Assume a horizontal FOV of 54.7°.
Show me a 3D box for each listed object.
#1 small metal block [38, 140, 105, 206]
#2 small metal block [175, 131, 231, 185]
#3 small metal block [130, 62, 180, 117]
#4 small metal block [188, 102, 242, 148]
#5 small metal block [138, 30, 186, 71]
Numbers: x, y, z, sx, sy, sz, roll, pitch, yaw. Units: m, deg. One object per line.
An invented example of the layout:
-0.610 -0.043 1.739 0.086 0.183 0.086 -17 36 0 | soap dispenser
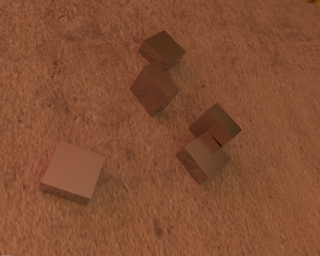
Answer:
-0.092 0.047 0.326 0.050 0.025 0.050 23 53 -15 | small metal block
0.058 0.039 0.413 0.050 0.025 0.050 -31 79 -38 | small metal block
-0.008 -0.052 0.416 0.025 0.050 0.050 -31 79 -38 | small metal block
0.075 0.001 0.430 0.050 0.050 0.025 49 51 6 | small metal block
0.004 -0.118 0.480 0.050 0.025 0.050 47 51 4 | small metal block
